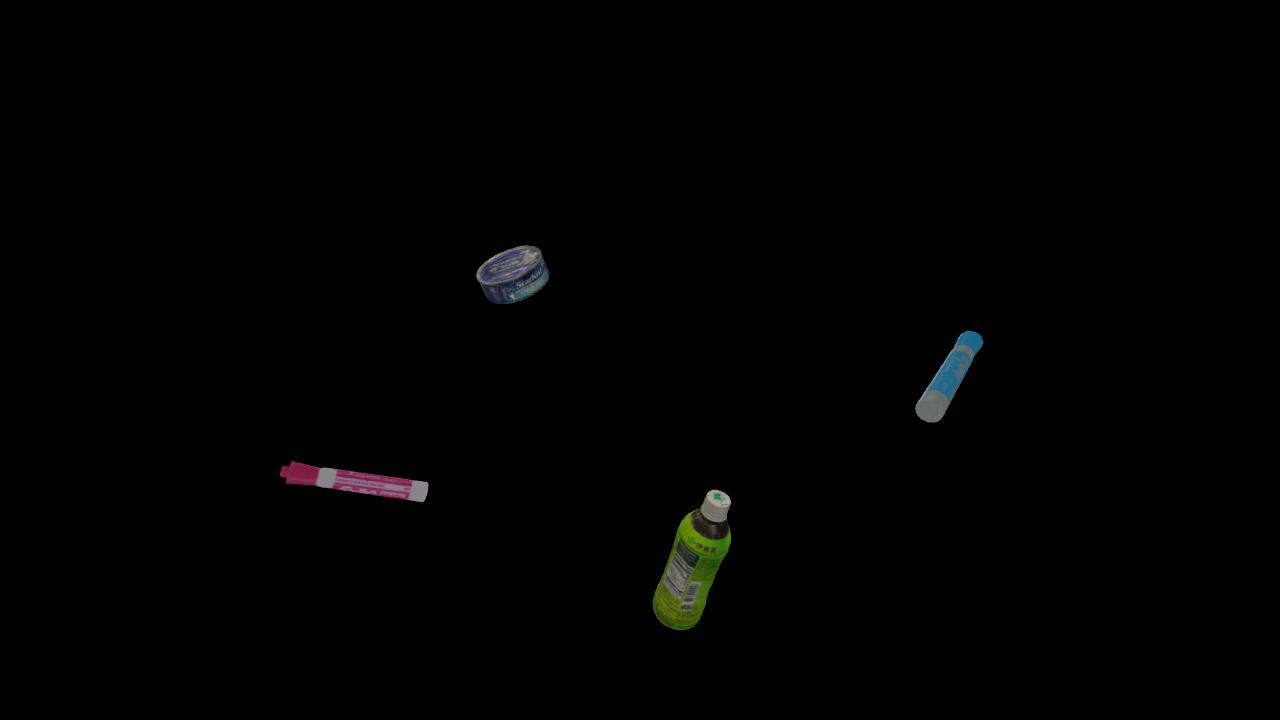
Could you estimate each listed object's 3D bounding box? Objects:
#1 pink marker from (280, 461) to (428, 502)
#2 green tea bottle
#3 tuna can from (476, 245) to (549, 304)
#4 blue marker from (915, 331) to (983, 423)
[{"bbox_3d":[-0.252,0.109,0.547,0.121,0.020,0.020,16,-7,-27],"label":"pink marker"},{"bbox_3d":[0.072,0.253,0.785,0.073,0.212,0.073,11,32,-7],"label":"green tea bottle"},{"bbox_3d":[-0.155,-0.104,0.754,0.084,0.034,0.084,-12,36,9],"label":"tuna can"},{"bbox_3d":[0.239,0.009,0.470,0.020,0.020,0.121,0,27,43],"label":"blue marker"}]
